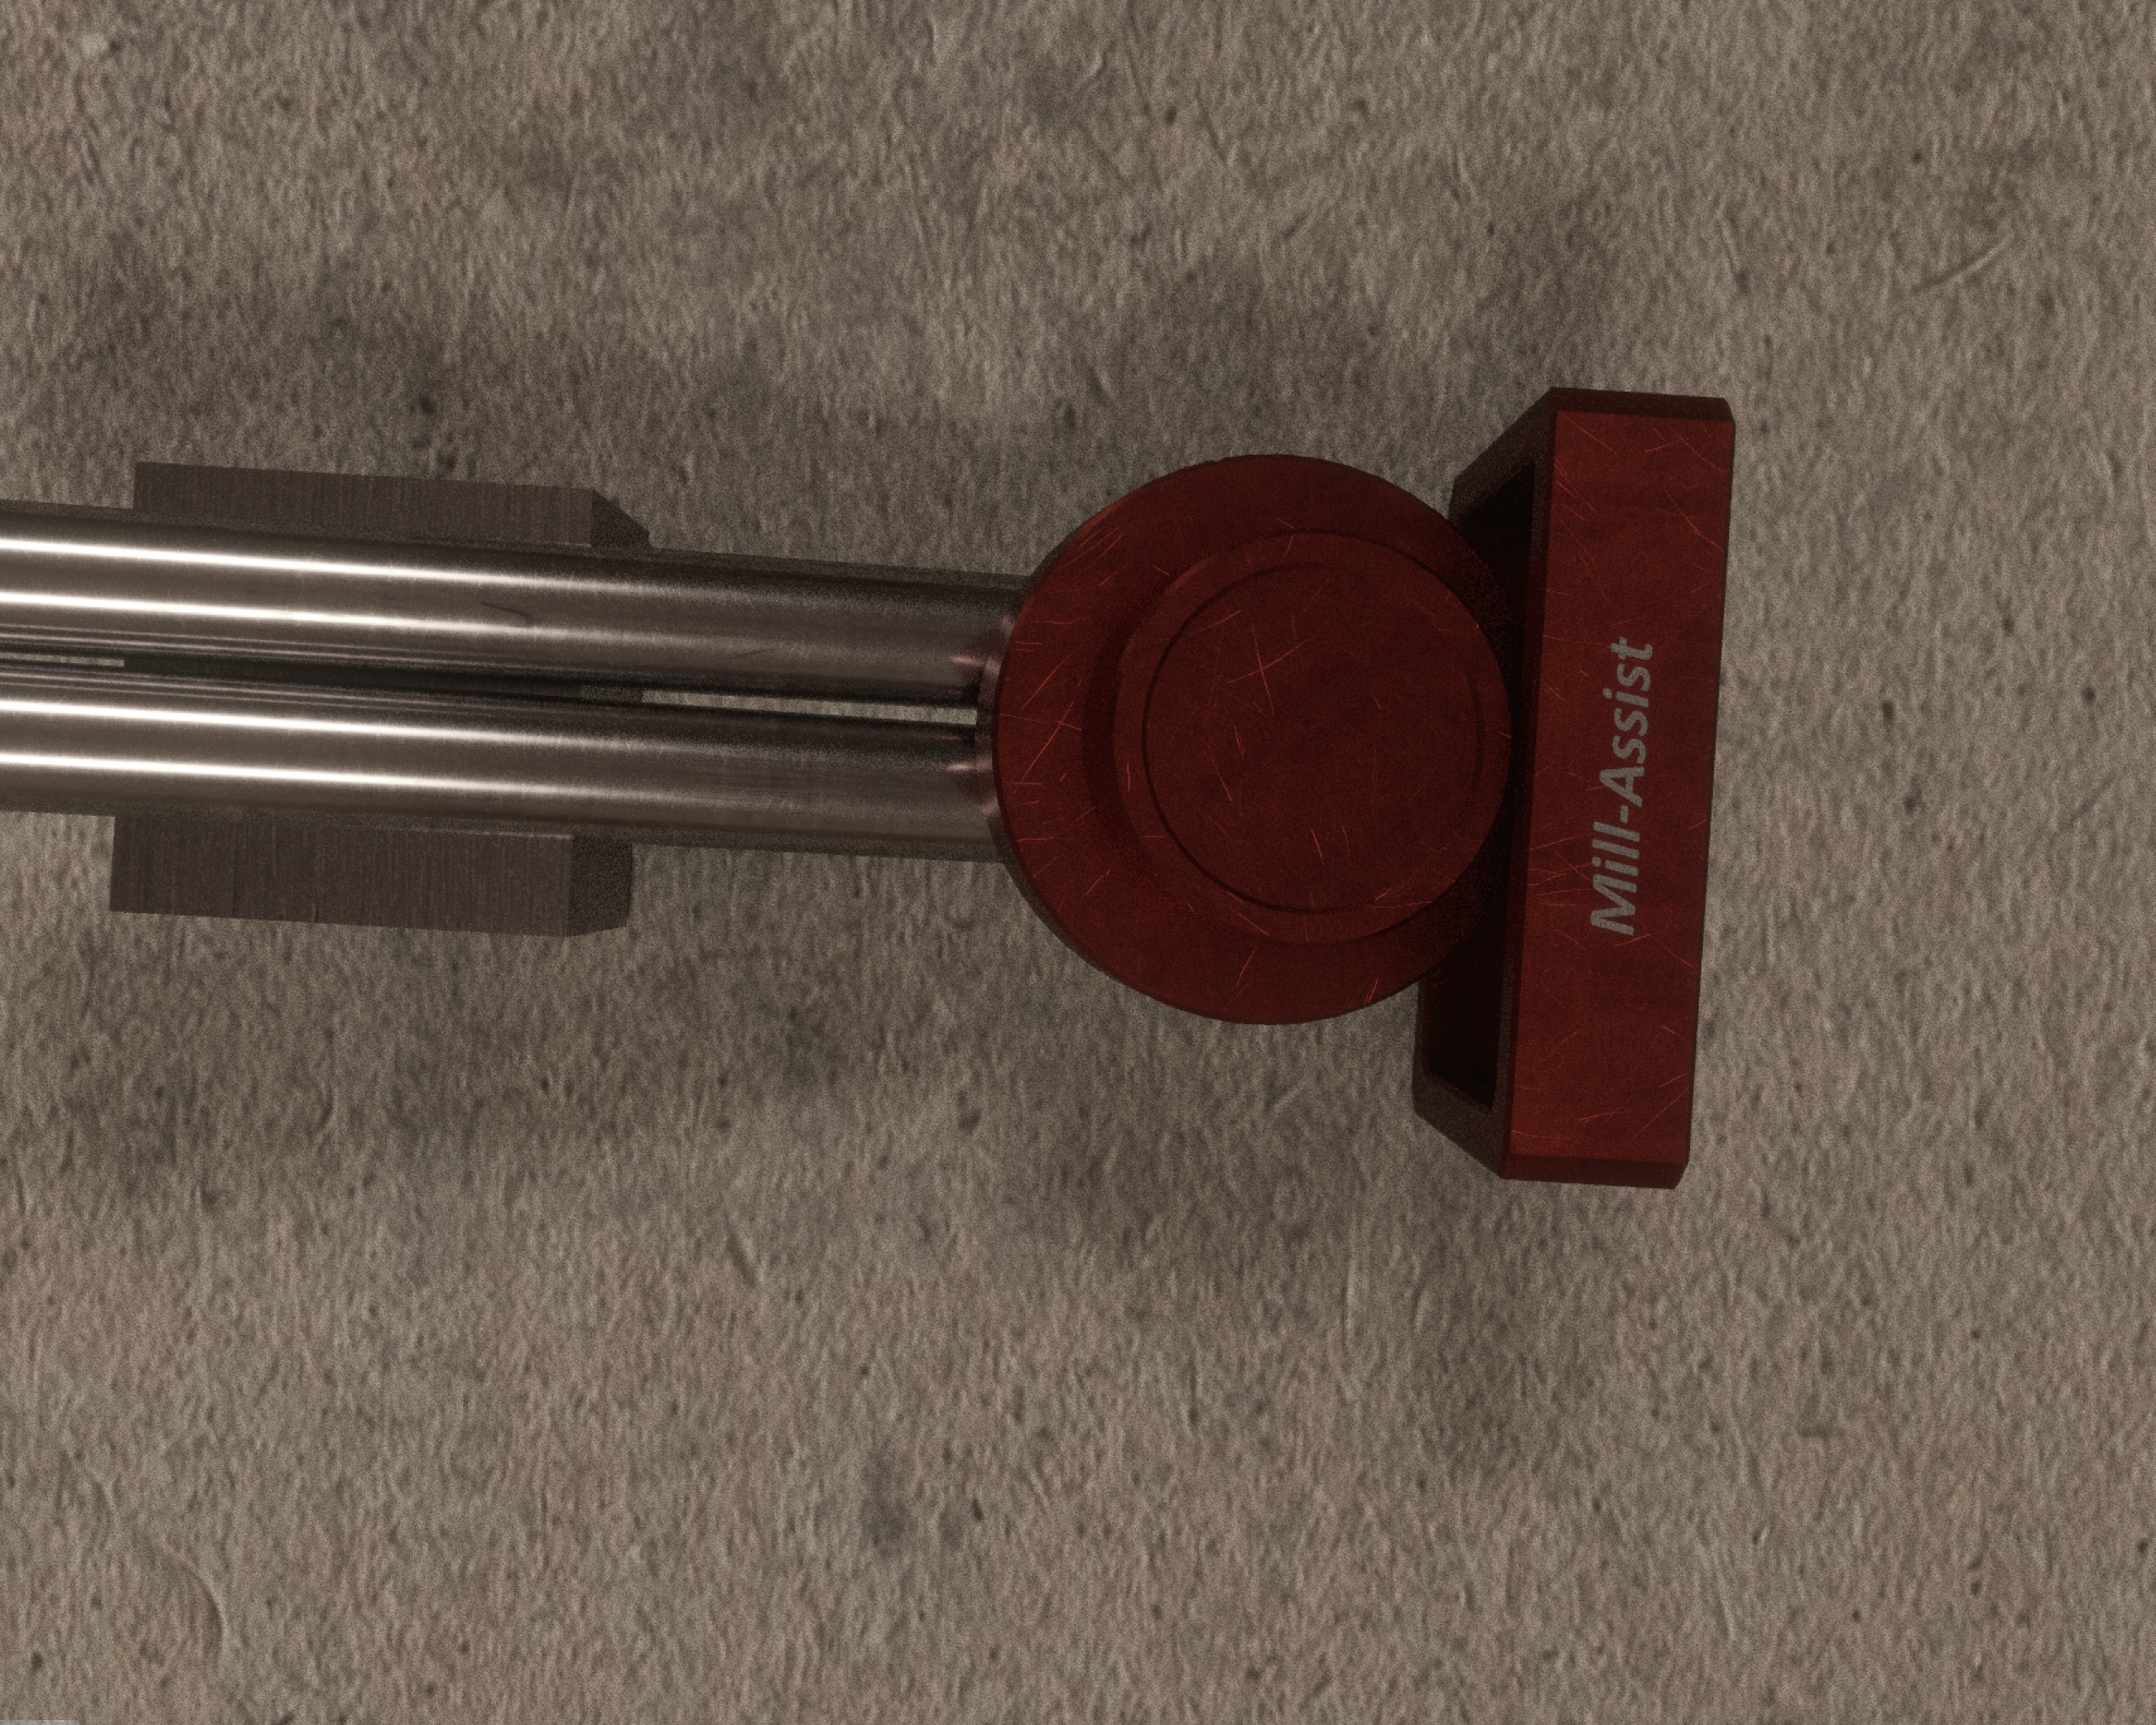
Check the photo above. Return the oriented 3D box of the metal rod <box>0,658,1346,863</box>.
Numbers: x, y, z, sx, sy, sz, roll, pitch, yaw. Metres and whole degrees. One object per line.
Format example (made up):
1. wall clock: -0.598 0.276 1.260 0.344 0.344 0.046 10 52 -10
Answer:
1. metal rod: -0.066 -0.015 0.365 0.302 0.025 0.025 3 90 -13

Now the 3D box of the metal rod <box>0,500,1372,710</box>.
1. metal rod: -0.064 -0.042 0.365 0.302 0.025 0.025 2 90 -13

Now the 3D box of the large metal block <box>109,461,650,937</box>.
1. large metal block: -0.128 -0.029 0.393 0.081 0.050 0.079 3 90 -1

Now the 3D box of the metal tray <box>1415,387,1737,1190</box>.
1. metal tray: 0.087 -0.012 0.379 0.030 0.090 0.129 4 90 0

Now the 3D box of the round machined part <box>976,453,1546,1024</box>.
1. round machined part: 0.034 -0.021 0.354 0.099 0.042 0.097 0 92 -11
